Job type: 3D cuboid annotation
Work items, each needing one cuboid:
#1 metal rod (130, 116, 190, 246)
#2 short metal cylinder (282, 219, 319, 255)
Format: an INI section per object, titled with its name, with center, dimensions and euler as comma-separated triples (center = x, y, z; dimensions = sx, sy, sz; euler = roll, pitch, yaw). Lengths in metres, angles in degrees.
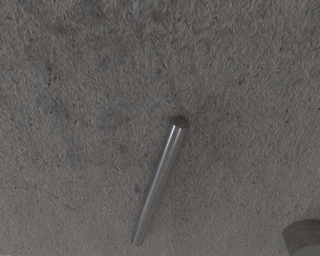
[metal rod]
center = -0.008, 0.103, 0.494
dimensions = 0.025, 0.025, 0.298
euler = 10, 130, -9
[short metal cylinder]
center = 0.276, 0.214, 0.576
dimensions = 0.081, 0.050, 0.079
euler = 0, 130, 0
